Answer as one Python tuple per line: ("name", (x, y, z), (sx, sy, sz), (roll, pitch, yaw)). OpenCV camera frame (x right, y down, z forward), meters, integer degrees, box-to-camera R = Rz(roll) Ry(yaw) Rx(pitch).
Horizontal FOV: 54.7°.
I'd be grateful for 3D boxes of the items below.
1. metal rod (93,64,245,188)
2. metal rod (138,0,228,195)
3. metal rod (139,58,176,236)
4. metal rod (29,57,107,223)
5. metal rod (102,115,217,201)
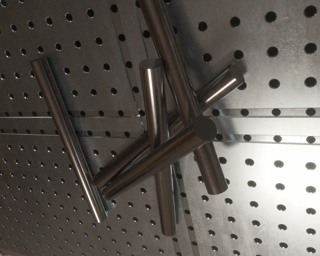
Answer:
("metal rod", (-0.009, 0.015, 0.423), (0.025, 0.025, 0.299), (47, 129, -5))
("metal rod", (0.017, -0.064, 0.336), (0.025, 0.025, 0.298), (-13, 104, 33))
("metal rod", (0.003, 0.050, 0.413), (0.025, 0.025, 0.298), (12, 132, 21))
("metal rod", (-0.141, 0.033, 0.503), (0.025, 0.025, 0.298), (0, 119, 28))
("metal rod", (-0.023, 0.055, 0.401), (0.025, 0.025, 0.299), (44, 146, -3))
